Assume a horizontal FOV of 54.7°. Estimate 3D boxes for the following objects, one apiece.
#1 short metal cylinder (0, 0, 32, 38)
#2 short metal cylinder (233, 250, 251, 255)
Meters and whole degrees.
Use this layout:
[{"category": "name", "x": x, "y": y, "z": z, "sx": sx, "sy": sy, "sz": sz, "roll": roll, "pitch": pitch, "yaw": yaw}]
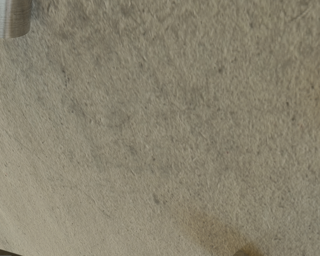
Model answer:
[{"category": "short metal cylinder", "x": -0.201, "y": -0.153, "z": 0.380, "sx": 0.080, "sy": 0.080, "sz": 0.050, "roll": 31, "pitch": 128, "yaw": 8}, {"category": "short metal cylinder", "x": 0.122, "y": 0.227, "z": 0.447, "sx": 0.050, "sy": 0.080, "sz": 0.079, "roll": 32, "pitch": 128, "yaw": 7}]
